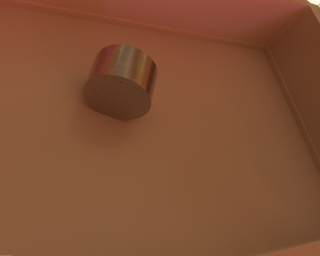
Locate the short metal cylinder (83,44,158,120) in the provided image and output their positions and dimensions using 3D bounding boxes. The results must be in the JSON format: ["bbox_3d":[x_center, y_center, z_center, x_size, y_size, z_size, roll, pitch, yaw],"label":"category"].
[{"bbox_3d":[-0.046,-0.054,0.378,0.080,0.080,0.050,21,54,-16],"label":"short metal cylinder"}]
